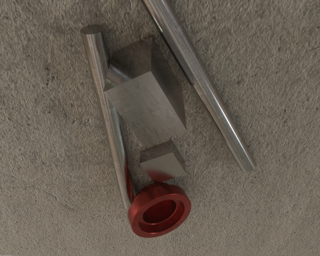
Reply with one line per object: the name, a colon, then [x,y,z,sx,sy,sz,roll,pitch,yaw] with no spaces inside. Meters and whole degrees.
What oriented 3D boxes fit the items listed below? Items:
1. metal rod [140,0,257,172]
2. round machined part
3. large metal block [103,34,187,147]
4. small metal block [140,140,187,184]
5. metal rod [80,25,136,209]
metal rod: [0.056,-0.043,0.371,0.025,0.025,0.300,-24,127,18]
round machined part: [-0.004,0.124,0.488,0.099,0.042,0.097,-14,129,-17]
large metal block: [-0.013,-0.041,0.336,0.050,0.080,0.080,-21,127,17]
small metal block: [0.005,0.050,0.450,0.050,0.025,0.050,-20,128,16]
metal rod: [-0.059,0.011,0.415,0.025,0.025,0.298,-3,130,2]
